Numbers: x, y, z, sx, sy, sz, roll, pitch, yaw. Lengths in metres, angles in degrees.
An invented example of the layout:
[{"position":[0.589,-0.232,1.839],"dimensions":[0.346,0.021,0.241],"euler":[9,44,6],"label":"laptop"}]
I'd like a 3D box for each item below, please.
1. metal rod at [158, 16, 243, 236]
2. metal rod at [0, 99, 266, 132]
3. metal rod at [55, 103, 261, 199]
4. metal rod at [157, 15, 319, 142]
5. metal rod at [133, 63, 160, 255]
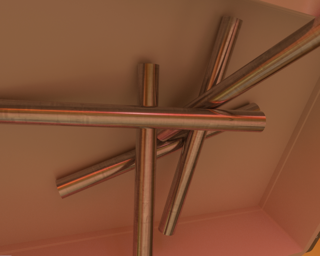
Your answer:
[{"position":[0.049,0.007,0.409],"dimensions":[0.025,0.025,0.298],"euler":[7,106,-32],"label":"metal rod"},{"position":[-0.030,-0.012,0.333],"dimensions":[0.302,0.025,0.025],"euler":[2,119,-12],"label":"metal rod"},{"position":[0.009,0.025,0.428],"dimensions":[0.302,0.025,0.025],"euler":[-21,127,-16],"label":"metal rod"},{"position":[0.101,-0.059,0.327],"dimensions":[0.025,0.025,0.299],"euler":[23,138,-37],"label":"metal rod"},{"position":[-0.018,0.076,0.368],"dimensions":[0.025,0.025,0.298],"euler":[0,94,-29],"label":"metal rod"}]
